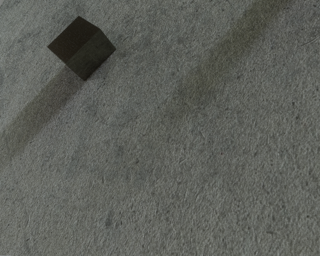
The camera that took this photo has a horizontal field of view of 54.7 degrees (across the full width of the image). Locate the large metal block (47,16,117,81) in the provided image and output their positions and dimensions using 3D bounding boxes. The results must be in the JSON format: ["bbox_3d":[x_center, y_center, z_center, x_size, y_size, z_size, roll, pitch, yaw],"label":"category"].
[{"bbox_3d":[-0.139,-0.142,0.548,0.080,0.050,0.080,-47,51,-5],"label":"large metal block"}]
